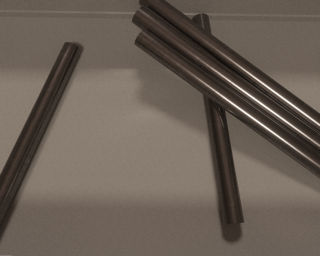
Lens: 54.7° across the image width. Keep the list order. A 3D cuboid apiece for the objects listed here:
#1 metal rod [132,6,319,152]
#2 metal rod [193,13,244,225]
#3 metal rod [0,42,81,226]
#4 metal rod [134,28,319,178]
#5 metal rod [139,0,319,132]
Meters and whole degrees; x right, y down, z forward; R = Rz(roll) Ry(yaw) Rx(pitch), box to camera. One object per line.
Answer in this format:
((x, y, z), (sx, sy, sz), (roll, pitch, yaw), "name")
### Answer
((0.091, -0.063, 0.409), (0.301, 0.025, 0.025), (36, 74, 2), "metal rod")
((0.075, -0.026, 0.420), (0.025, 0.025, 0.299), (-5, 70, -2), "metal rod")
((-0.171, 0.017, 0.401), (0.025, 0.025, 0.299), (16, 71, 5), "metal rod")
((0.095, -0.030, 0.398), (0.301, 0.025, 0.025), (36, 74, 2), "metal rod")
((0.098, -0.091, 0.421), (0.300, 0.025, 0.025), (37, 74, 3), "metal rod")
